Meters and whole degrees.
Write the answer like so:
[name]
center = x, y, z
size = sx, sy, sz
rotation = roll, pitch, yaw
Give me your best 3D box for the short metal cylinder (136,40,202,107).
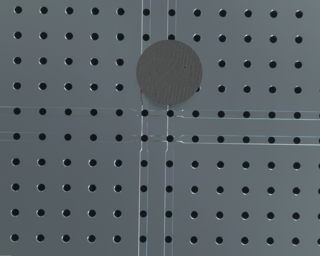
[short metal cylinder]
center = 0.011, -0.068, 0.401
size = 0.080, 0.050, 0.080
rotation = 0, 90, 0
